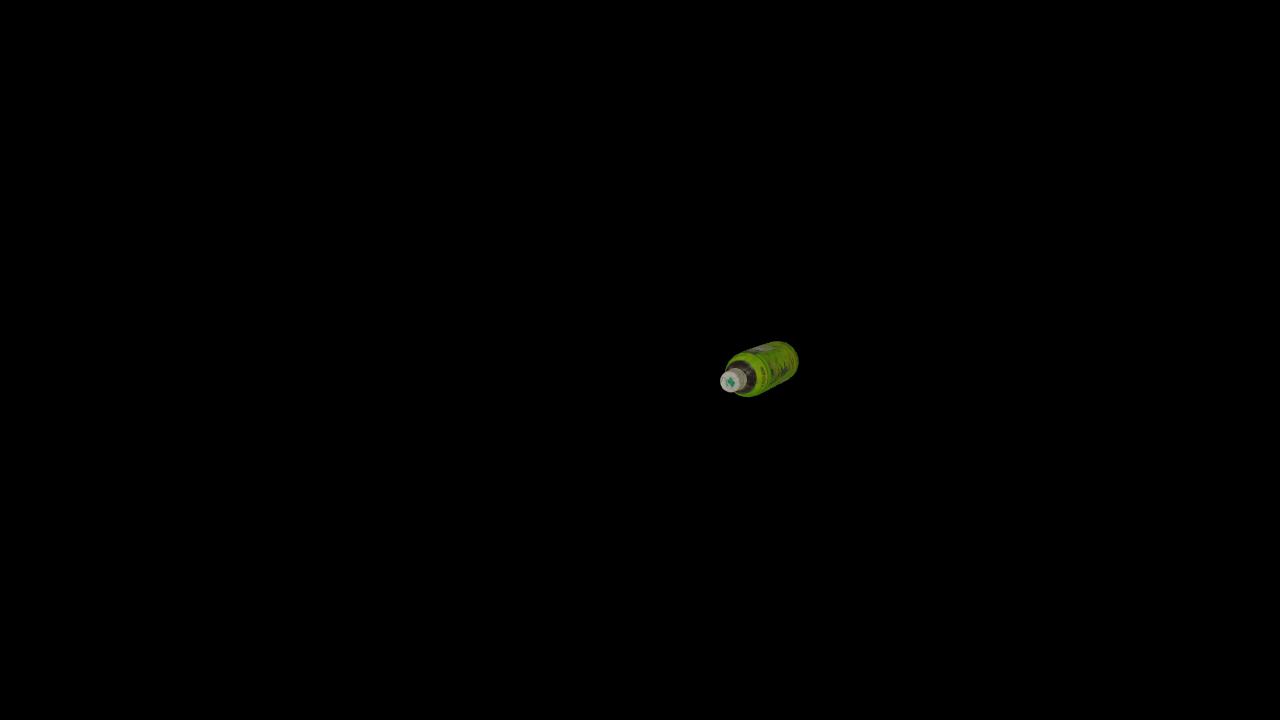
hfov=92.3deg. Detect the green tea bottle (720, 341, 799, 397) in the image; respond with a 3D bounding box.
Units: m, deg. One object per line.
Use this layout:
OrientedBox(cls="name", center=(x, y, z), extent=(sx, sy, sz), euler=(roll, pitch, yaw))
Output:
OrientedBox(cls="green tea bottle", center=(0.179, 0.015, 0.946), extent=(0.073, 0.073, 0.212), euler=(0, 7, 34))
